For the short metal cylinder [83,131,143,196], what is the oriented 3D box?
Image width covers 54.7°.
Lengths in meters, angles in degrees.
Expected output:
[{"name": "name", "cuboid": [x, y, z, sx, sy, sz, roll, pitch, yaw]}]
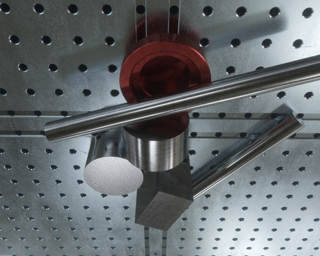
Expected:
[{"name": "short metal cylinder", "cuboid": [-0.063, 0.051, 0.438, 0.081, 0.050, 0.079, 0, 130, 0]}]

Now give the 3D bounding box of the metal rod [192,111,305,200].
[{"name": "metal rod", "cuboid": [0.084, 0.075, 0.476, 0.025, 0.025, 0.299, 33, 123, -25]}]

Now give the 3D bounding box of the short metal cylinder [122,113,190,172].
[{"name": "short metal cylinder", "cuboid": [-0.005, 0.007, 0.381, 0.081, 0.080, 0.050, 0, 130, 0]}]

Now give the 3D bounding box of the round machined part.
[{"name": "round machined part", "cuboid": [0.006, -0.061, 0.348, 0.099, 0.042, 0.097, 0, 130, 0]}]

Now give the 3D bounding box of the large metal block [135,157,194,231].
[{"name": "large metal block", "cuboid": [0.004, 0.089, 0.452, 0.050, 0.080, 0.079, 20, 127, -16]}]

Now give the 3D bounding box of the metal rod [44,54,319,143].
[{"name": "metal rod", "cuboid": [0.018, -0.028, 0.332, 0.301, 0.025, 0.025, -13, 129, 10]}]
